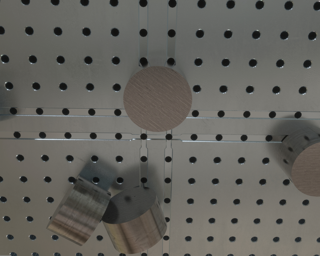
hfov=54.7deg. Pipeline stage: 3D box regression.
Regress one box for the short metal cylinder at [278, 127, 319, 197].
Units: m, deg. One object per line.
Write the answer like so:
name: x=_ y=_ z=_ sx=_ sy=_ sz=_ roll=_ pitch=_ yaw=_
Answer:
short metal cylinder: x=0.208 y=0.045 z=0.418 sx=0.081 sy=0.050 sz=0.079 roll=0 pitch=110 yaw=0

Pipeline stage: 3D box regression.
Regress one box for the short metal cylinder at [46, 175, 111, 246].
short metal cylinder: x=-0.110 y=0.112 z=0.424 sx=0.050 sy=0.080 sz=0.080 roll=33 pitch=107 yaw=-11

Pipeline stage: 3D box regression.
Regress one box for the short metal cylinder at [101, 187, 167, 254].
short metal cylinder: x=-0.036 y=0.126 z=0.430 sx=0.080 sy=0.080 sz=0.050 roll=-16 pitch=109 yaw=6

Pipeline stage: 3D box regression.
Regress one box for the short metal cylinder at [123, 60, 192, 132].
short metal cylinder: x=-0.003 y=-0.041 z=0.385 sx=0.081 sy=0.050 sz=0.079 roll=0 pitch=110 yaw=0
